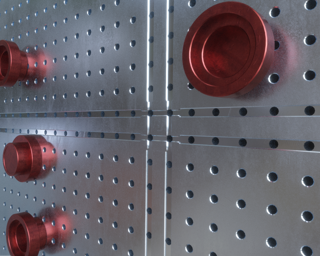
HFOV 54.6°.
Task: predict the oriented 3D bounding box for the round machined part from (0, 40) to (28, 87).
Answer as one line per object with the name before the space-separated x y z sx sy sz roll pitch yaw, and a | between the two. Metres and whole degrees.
round machined part | -0.321 -0.136 0.666 0.098 0.042 0.097 0 90 40

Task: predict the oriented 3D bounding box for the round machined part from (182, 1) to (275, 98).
round machined part | 0.076 -0.081 0.336 0.098 0.042 0.097 0 90 40

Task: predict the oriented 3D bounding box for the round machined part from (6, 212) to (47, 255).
round machined part | -0.264 0.217 0.619 0.098 0.042 0.097 0 90 40

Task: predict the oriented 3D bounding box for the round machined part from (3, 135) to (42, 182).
round machined part | -0.288 0.063 0.639 0.098 0.042 0.097 0 90 40
